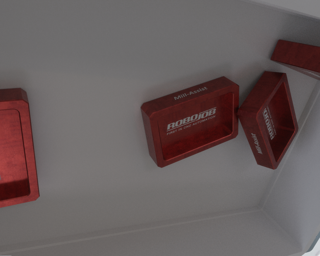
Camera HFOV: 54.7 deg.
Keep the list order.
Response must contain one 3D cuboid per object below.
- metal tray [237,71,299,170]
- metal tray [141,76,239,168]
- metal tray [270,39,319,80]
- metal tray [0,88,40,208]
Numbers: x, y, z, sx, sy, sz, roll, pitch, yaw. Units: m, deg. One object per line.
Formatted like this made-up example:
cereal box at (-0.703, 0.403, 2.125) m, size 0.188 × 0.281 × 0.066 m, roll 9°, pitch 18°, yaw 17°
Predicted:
metal tray at (0.168, -0.009, 0.469) m, size 0.090 × 0.030 × 0.130 m, roll -52°, pitch 133°, yaw -21°
metal tray at (0.045, -0.009, 0.424) m, size 0.131 × 0.030 × 0.089 m, roll -20°, pitch 126°, yaw -17°
metal tray at (0.234, -0.086, 0.438) m, size 0.131 × 0.090 × 0.030 m, roll 10°, pitch 107°, yaw -33°
metal tray at (-0.180, 0.027, 0.322) m, size 0.091 × 0.030 × 0.129 m, roll -8°, pitch 122°, yaw -24°
